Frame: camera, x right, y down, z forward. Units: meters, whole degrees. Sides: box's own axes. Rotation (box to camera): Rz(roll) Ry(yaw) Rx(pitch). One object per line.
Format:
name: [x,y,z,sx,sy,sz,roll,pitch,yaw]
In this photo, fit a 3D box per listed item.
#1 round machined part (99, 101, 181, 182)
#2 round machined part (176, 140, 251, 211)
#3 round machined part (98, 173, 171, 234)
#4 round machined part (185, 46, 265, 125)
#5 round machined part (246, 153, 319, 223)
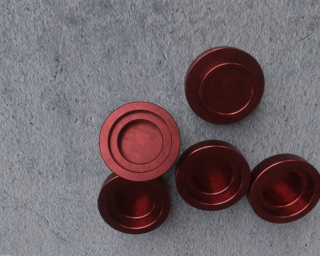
round machined part: [-0.025,0.018,0.393,0.099,0.042,0.097,0,83,-2]
round machined part: [0.070,0.060,0.423,0.099,0.042,0.097,0,110,0]
round machined part: [-0.035,0.097,0.436,0.099,0.042,0.097,0,110,0]
round machined part: [0.081,-0.050,0.383,0.099,0.042,0.097,0,110,0]
round machined part: [0.166,0.079,0.429,0.099,0.042,0.097,-1,110,-4]
